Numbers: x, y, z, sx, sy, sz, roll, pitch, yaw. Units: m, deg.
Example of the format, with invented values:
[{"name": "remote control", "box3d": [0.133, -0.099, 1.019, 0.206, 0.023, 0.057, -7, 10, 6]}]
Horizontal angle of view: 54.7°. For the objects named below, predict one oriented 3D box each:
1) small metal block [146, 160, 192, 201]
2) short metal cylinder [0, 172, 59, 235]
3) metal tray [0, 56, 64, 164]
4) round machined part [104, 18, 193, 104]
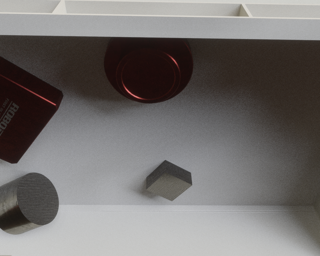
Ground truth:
[{"name": "small metal block", "box3d": [0.014, 0.082, 0.480, 0.050, 0.025, 0.050, 29, 124, -23]}, {"name": "short metal cylinder", "box3d": [-0.201, 0.113, 0.467, 0.050, 0.080, 0.080, -24, 126, 19]}, {"name": "metal tray", "box3d": [-0.194, -0.017, 0.388, 0.090, 0.030, 0.129, 32, 123, -25]}, {"name": "round machined part", "box3d": [-0.012, -0.066, 0.342, 0.099, 0.042, 0.097, -1, 130, 0]}]
